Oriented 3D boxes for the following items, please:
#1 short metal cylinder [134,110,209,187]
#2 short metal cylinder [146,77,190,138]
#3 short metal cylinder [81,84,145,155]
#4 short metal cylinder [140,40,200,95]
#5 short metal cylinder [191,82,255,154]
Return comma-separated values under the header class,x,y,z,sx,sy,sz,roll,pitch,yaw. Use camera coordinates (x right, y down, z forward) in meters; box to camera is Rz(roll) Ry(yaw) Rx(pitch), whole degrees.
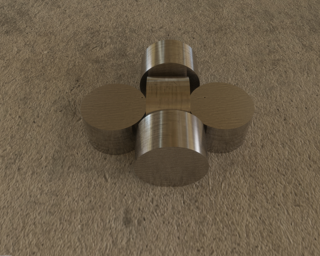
class,x,y,z,sx,sy,sz,roll,pitch,yaw
short metal cylinder,0.012,0.025,0.349,0.081,0.080,0.050,0,50,0
short metal cylinder,0.010,-0.025,0.390,0.050,0.080,0.080,0,50,0
short metal cylinder,-0.056,-0.012,0.398,0.081,0.050,0.080,1,50,-1
short metal cylinder,0.013,-0.075,0.433,0.081,0.080,0.050,0,50,0
short metal cylinder,0.075,-0.014,0.400,0.080,0.050,0.080,0,50,0
